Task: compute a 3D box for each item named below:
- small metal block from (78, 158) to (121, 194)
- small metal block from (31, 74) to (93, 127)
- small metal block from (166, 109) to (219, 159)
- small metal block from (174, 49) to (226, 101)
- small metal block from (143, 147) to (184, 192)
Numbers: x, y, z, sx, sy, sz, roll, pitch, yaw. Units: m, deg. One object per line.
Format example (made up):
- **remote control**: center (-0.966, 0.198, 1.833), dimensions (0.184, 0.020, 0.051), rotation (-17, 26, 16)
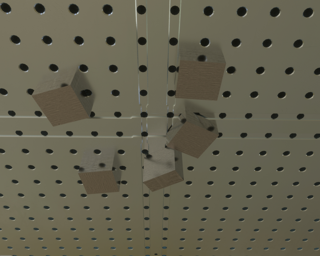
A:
- **small metal block**: center (-0.091, 0.074, 0.474), dimensions (0.050, 0.025, 0.050), rotation (-6, 130, 4)
- **small metal block**: center (-0.119, -0.033, 0.382), dimensions (0.050, 0.025, 0.050), rotation (-13, 129, 11)
- **small metal block**: center (0.043, 0.009, 0.419), dimensions (0.050, 0.025, 0.050), rotation (23, 126, -19)
- **small metal block**: center (0.045, -0.061, 0.360), dimensions (0.050, 0.025, 0.050), rotation (3, 130, -3)
- **small metal block**: center (0.005, 0.057, 0.444), dimensions (0.050, 0.050, 0.025), rotation (-24, 126, 19)
